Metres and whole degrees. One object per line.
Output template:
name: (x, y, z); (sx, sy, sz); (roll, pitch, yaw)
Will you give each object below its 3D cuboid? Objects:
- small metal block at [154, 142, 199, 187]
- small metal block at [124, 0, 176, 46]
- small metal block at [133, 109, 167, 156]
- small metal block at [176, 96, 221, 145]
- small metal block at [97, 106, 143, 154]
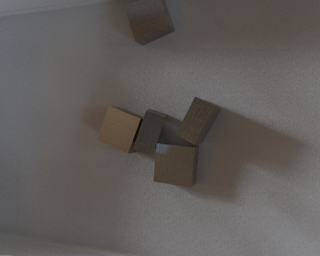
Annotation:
small metal block: (0.022, 0.047, 0.402); (0.050, 0.025, 0.050); (5, 92, 19)
small metal block: (-0.013, -0.146, 0.414); (0.050, 0.025, 0.050); (-20, 84, 18)
small metal block: (-0.012, 0.004, 0.398); (0.025, 0.050, 0.050); (19, 97, 0)
small metal block: (0.048, -0.009, 0.380); (0.025, 0.050, 0.050); (29, 100, 17)
small metal block: (-0.052, 0.002, 0.428); (0.050, 0.025, 0.050); (23, 97, 18)
